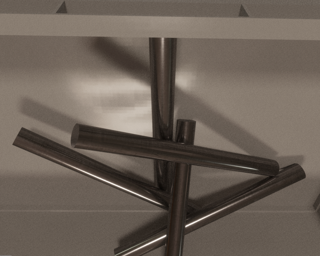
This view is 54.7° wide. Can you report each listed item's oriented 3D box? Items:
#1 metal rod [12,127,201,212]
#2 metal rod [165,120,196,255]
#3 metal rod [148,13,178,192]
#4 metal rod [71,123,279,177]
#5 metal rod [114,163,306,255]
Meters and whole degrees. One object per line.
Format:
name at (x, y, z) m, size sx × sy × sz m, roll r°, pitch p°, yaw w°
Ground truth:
metal rod at (-0.054, 0.076, 0.440) m, size 0.301 × 0.025 × 0.025 m, roll 28°, pitch 125°, yaw -20°
metal rod at (0.022, 0.137, 0.427) m, size 0.025 × 0.025 × 0.298 m, roll 4°, pitch 99°, yaw -4°
metal rod at (0.003, 0.003, 0.378) m, size 0.025 × 0.025 × 0.298 m, roll -1°, pitch 141°, yaw 0°
metal rod at (0.042, 0.034, 0.387) m, size 0.302 × 0.025 × 0.025 m, roll 12°, pitch 131°, yaw -31°
metal rod at (0.076, 0.126, 0.460) m, size 0.301 × 0.025 × 0.025 m, roll -24°, pitch 128°, yaw -4°
